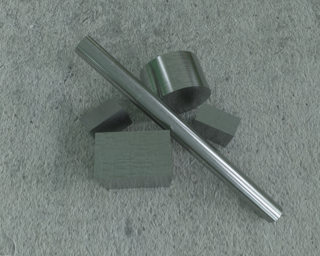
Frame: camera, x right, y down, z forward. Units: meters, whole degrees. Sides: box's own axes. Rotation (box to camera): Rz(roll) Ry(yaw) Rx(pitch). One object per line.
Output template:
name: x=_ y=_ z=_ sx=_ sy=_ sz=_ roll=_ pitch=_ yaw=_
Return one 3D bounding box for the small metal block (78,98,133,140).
small metal block: x=-0.070 y=-0.009 z=0.396 sx=0.050 sy=0.025 sz=0.050 roll=-36 pitch=32 yaw=-13

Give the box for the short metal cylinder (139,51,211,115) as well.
short metal cylinder: x=0.019 y=-0.055 z=0.399 sx=0.081 sy=0.080 sz=0.050 roll=-16 pitch=71 yaw=-6

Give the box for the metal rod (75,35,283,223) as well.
metal rod: x=0.026 y=0.005 z=0.359 sx=0.300 sy=0.025 sz=0.025 roll=41 pitch=74 yaw=-6

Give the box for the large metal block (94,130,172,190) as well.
large metal block: x=-0.029 y=0.040 z=0.364 sx=0.081 sy=0.080 sz=0.050 roll=-2 pitch=71 yaw=-1

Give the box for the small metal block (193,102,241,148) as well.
small metal block: x=0.070 y=-0.003 z=0.397 sx=0.050 sy=0.050 sz=0.025 roll=24 pitch=72 yaw=8
